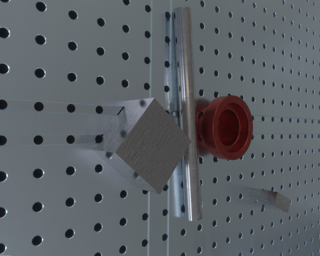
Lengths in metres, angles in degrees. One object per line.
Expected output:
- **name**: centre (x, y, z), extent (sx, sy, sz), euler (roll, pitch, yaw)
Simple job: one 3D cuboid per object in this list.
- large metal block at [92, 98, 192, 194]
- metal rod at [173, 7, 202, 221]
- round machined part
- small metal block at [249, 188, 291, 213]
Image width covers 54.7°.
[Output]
- **large metal block**: centre (-0.019, 0.021, 0.377), extent (0.080, 0.050, 0.080), euler (48, 61, -29)
- **metal rod**: centre (0.040, -0.018, 0.443), extent (0.025, 0.025, 0.298), euler (-6, 94, -40)
- **round machined part**: centre (0.098, 0.000, 0.481), extent (0.099, 0.042, 0.097), euler (0, 90, -40)
- **small metal block**: centre (0.199, 0.131, 0.561), extent (0.050, 0.050, 0.025), euler (29, 72, -36)
